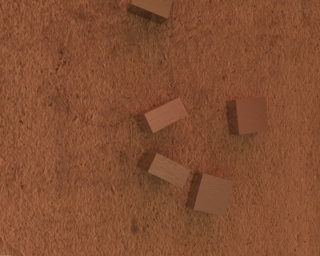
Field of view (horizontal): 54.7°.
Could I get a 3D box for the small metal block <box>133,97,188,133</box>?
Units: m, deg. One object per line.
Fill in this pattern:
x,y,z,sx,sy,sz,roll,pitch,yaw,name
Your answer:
-0.001,-0.016,0.395,0.050,0.050,0.025,-27,99,-18,small metal block

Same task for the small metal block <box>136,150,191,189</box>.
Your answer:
0.004,0.052,0.397,0.050,0.050,0.025,28,81,-18,small metal block

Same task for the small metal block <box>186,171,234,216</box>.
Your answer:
0.070,0.092,0.435,0.050,0.025,0.050,17,84,-19,small metal block

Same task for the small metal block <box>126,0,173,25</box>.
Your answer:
-0.011,-0.171,0.405,0.050,0.025,0.050,15,85,-20,small metal block

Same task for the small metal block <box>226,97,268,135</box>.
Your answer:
0.128,-0.018,0.456,0.050,0.025,0.050,-7,93,-20,small metal block
